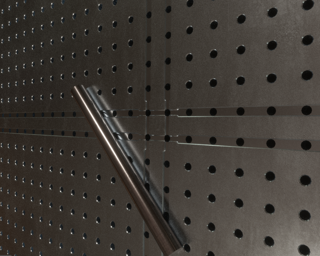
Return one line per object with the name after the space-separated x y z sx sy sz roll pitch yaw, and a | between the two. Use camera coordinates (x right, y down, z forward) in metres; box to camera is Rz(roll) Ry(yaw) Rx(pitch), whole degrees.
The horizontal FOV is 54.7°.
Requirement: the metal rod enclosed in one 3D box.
-0.060 0.047 0.456 0.025 0.025 0.299 -50 61 28 | metal rod
